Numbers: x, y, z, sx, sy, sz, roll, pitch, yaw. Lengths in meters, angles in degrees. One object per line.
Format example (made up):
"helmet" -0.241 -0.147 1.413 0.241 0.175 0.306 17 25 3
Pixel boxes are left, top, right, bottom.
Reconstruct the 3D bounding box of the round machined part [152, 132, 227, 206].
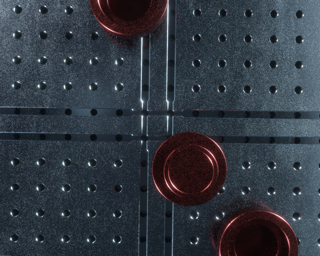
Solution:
"round machined part" 0.039 0.054 0.405 0.099 0.042 0.097 0 90 0

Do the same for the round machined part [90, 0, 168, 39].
"round machined part" -0.039 -0.164 0.405 0.099 0.042 0.097 0 90 0

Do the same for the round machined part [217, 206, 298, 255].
"round machined part" 0.123 0.151 0.406 0.099 0.042 0.097 0 90 0
